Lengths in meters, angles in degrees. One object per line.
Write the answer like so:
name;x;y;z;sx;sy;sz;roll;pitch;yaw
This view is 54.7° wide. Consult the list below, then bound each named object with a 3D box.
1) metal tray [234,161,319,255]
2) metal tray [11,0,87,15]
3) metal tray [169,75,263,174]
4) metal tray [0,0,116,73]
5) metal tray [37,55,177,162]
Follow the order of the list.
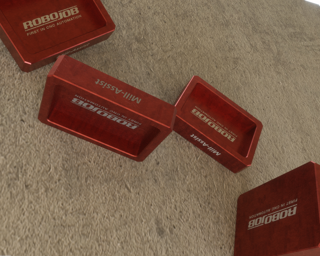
metal tray;0.136;0.103;0.347;0.030;0.129;0.090;25;53;-13
metal tray;-0.171;-0.201;0.430;0.131;0.030;0.090;-6;65;-31
metal tray;0.080;-0.007;0.447;0.130;0.030;0.090;35;51;-5
metal tray;-0.133;-0.136;0.386;0.131;0.030;0.090;-35;97;-31
metal tray;-0.059;-0.015;0.338;0.131;0.090;0.030;24;53;-14
